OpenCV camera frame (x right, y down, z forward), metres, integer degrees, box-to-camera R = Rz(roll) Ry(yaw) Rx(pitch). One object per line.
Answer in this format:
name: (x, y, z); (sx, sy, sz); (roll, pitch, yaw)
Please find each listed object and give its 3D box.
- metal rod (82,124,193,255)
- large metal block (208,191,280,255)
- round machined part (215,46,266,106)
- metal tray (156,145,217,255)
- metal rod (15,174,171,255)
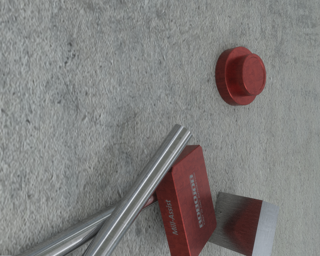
metal rod: (-0.057, 0.120, 0.326); (0.025, 0.025, 0.300); (45, 72, -31)
large metal block: (0.129, 0.149, 0.480); (0.050, 0.080, 0.080); (26, 74, -38)
round machined part: (0.140, -0.086, 0.514); (0.099, 0.042, 0.097); (0, 90, -40)
metal tray: (0.037, 0.097, 0.416); (0.091, 0.030, 0.129); (-30, 110, -55)
metal rod: (-0.073, 0.110, 0.345); (0.302, 0.025, 0.025); (-22, 104, -38)
